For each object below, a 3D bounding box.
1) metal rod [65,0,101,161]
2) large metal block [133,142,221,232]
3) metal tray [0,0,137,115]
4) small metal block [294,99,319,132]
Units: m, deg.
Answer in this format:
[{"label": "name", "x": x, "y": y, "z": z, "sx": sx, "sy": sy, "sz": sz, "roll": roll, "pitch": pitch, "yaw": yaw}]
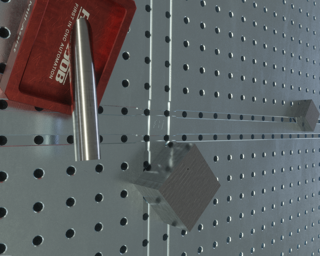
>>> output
[{"label": "metal rod", "x": -0.083, "y": -0.117, "z": 0.314, "sx": 0.025, "sy": 0.025, "sz": 0.298, "roll": 0, "pitch": 83, "yaw": -40}, {"label": "large metal block", "x": 0.025, "y": 0.076, "z": 0.414, "sx": 0.080, "sy": 0.050, "sz": 0.080, "roll": -48, "pitch": 119, "yaw": -29}, {"label": "metal tray", "x": -0.088, "y": -0.081, "z": 0.303, "sx": 0.091, "sy": 0.030, "sz": 0.129, "roll": 16, "pitch": 101, "yaw": -39}, {"label": "small metal block", "x": 0.323, "y": -0.027, "z": 0.680, "sx": 0.050, "sy": 0.025, "sz": 0.050, "roll": 46, "pitch": 63, "yaw": -31}]
